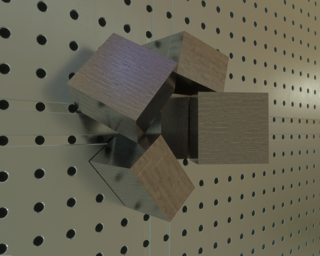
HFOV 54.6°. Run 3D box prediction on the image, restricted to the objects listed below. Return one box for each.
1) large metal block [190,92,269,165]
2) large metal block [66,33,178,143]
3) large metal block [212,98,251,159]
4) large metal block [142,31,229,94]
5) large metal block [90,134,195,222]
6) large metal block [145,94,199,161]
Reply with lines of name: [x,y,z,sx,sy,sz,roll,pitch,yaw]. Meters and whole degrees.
large metal block: [0.079,0.000,0.368,0.080,0.050,0.080,0,89,-6]
large metal block: [-0.037,-0.044,0.333,0.080,0.080,0.050,-56,167,-25]
large metal block: [0.089,0.000,0.436,0.050,0.080,0.080,0,90,-2]
large metal block: [0.027,-0.075,0.395,0.080,0.080,0.050,17,79,-39]
large metal block: [-0.020,0.053,0.354,0.050,0.080,0.080,-48,119,-30]
large metal block: [0.016,-0.001,0.405,0.081,0.050,0.080,1,90,-40]
